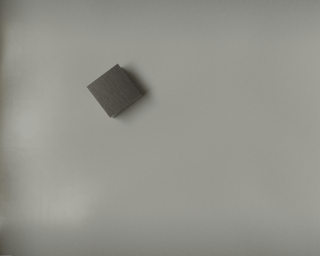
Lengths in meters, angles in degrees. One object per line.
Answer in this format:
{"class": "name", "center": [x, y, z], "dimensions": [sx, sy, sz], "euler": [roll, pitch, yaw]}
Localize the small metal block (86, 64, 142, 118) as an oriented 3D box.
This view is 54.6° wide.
{"class": "small metal block", "center": [-0.059, -0.048, 0.411], "dimensions": [0.050, 0.025, 0.050], "euler": [-37, 90, 0]}
